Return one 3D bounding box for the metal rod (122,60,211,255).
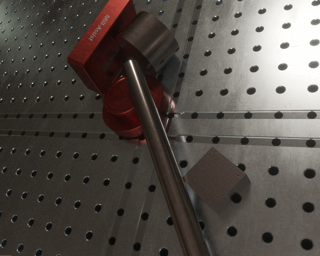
[{"bbox_3d":[0.007,0.043,0.346,0.025,0.025,0.299,-26,62,12],"label":"metal rod"}]

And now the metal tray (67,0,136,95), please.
[{"bbox_3d":[-0.079,-0.127,0.480,0.030,0.090,0.130,26,75,17],"label":"metal tray"}]

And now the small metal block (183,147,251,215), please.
[{"bbox_3d":[0.061,0.057,0.340,0.050,0.025,0.050,-45,51,-4],"label":"small metal block"}]

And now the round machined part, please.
[{"bbox_3d":[-0.041,-0.038,0.441,0.098,0.042,0.098,-13,56,20],"label":"round machined part"}]

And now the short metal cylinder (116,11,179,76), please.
[{"bbox_3d":[-0.018,-0.124,0.457,0.050,0.080,0.080,-48,52,-5],"label":"short metal cylinder"}]
